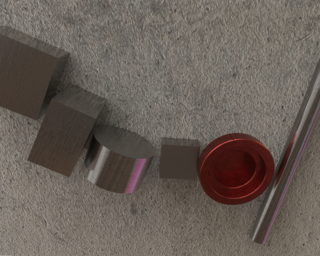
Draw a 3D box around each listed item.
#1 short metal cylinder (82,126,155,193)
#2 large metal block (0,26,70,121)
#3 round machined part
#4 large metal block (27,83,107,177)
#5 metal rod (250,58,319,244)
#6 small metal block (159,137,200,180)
[{"bbox_3d":[-0.052,0.038,0.394,0.080,0.080,0.050,20,109,-8],"label":"short metal cylinder"},{"bbox_3d":[-0.166,-0.066,0.370,0.080,0.050,0.079,22,108,-9],"label":"large metal block"},{"bbox_3d":[0.099,0.051,0.419,0.099,0.042,0.097,-2,111,-4],"label":"round machined part"},{"bbox_3d":[-0.110,-0.001,0.379,0.050,0.080,0.080,25,108,-9],"label":"large metal block"},{"bbox_3d":[0.182,0.033,0.424,0.025,0.025,0.298,12,110,-5],"label":"metal rod"},{"bbox_3d":[0.026,0.042,0.426,0.050,0.025,0.050,4,110,-2],"label":"small metal block"}]
